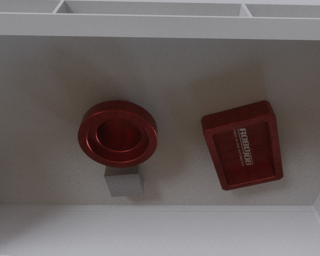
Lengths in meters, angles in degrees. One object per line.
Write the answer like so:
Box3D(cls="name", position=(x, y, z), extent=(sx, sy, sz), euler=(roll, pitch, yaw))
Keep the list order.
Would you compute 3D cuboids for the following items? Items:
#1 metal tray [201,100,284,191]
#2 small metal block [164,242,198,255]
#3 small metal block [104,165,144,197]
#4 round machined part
Box3D(cls="metal tray", position=(0.117, 0.030, 0.432), extent=(0.090, 0.030, 0.130), euler=(-15, 129, 12))
Box3D(cls="small metal block", position=(0.043, 0.265, 0.638), extent=(0.050, 0.025, 0.050), euler=(-33, 123, 24))
Box3D(cls="small metal block", position=(-0.054, 0.079, 0.476), extent=(0.050, 0.025, 0.050), euler=(-5, 130, 4))
Box3D(cls="round machined part", position=(-0.052, 0.003, 0.400), extent=(0.099, 0.042, 0.097), euler=(-1, 130, 0))
